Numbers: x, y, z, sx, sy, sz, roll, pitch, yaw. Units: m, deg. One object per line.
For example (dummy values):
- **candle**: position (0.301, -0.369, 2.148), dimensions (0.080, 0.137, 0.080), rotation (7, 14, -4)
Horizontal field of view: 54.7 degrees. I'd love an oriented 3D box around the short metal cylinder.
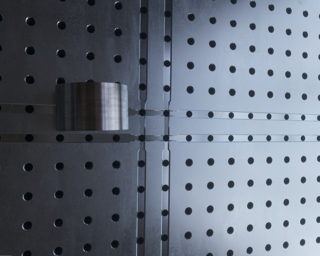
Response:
- **short metal cylinder**: position (-0.077, -0.023, 0.355), dimensions (0.081, 0.080, 0.050), rotation (-2, 91, -20)
